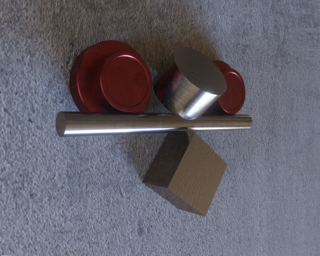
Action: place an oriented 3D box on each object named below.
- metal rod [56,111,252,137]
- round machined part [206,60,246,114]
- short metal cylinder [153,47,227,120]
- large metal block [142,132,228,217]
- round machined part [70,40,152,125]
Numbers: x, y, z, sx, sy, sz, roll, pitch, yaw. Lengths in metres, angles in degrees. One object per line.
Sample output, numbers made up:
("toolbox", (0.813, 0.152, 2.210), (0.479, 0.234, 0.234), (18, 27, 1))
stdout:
("metal rod", (0.020, -0.007, 0.395), (0.302, 0.025, 0.025), (-1, 91, -40))
("round machined part", (0.094, -0.054, 0.473), (0.099, 0.042, 0.097), (0, 90, -40))
("short metal cylinder", (0.038, -0.057, 0.397), (0.080, 0.050, 0.080), (22, 43, -22))
("large metal block", (0.036, 0.060, 0.417), (0.080, 0.050, 0.080), (43, 64, -32))
("round machined part", (-0.048, -0.051, 0.354), (0.099, 0.042, 0.097), (0, 90, -40))
